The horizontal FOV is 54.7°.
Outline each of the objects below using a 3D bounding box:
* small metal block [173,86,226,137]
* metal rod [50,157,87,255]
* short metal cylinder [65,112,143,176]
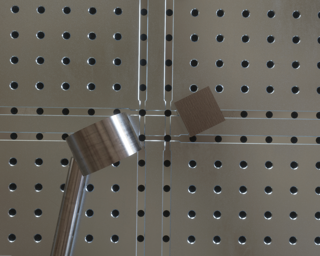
[{"bbox_3d":[0.052,-0.021,0.414,0.050,0.025,0.050,-26,90,-1],"label":"small metal block"},{"bbox_3d":[-0.137,0.187,0.411,0.025,0.025,0.298,12,90,-1],"label":"metal rod"},{"bbox_3d":[-0.069,0.020,0.385,0.080,0.080,0.050,-25,90,0],"label":"short metal cylinder"}]
